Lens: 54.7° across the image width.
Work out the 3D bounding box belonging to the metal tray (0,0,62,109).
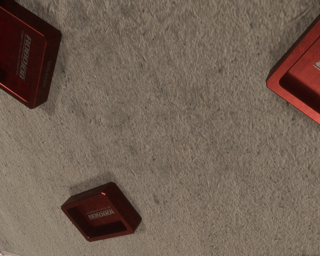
[{"bbox_3d":[-0.197,-0.101,0.442,0.090,0.030,0.129,34,129,5],"label":"metal tray"}]

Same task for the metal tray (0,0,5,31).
[{"bbox_3d":[-0.250,-0.201,0.408,0.090,0.030,0.129,37,129,3],"label":"metal tray"}]

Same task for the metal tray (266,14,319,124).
[{"bbox_3d":[0.179,-0.040,0.284,0.130,0.030,0.089,36,129,3],"label":"metal tray"}]

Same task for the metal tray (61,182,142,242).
[{"bbox_3d":[-0.107,0.153,0.551,0.130,0.030,0.090,-25,105,36],"label":"metal tray"}]
